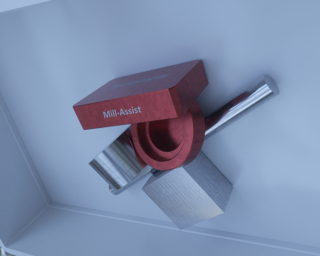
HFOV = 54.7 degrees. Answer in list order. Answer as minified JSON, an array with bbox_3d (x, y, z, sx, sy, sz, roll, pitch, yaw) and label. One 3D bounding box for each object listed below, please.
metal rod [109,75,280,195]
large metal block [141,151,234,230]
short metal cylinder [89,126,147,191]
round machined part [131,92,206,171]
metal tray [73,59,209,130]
[{"bbox_3d":[0.021,0.026,0.410,0.025,0.025,0.299,48,128,-6],"label":"metal rod"},{"bbox_3d":[0.037,0.081,0.418,0.080,0.050,0.080,48,129,-6],"label":"large metal block"},{"bbox_3d":[-0.049,0.038,0.419,0.050,0.080,0.080,48,129,-5],"label":"short metal cylinder"},{"bbox_3d":[0.014,-0.001,0.369,0.098,0.042,0.097,4,96,42],"label":"round machined part"},{"bbox_3d":[-0.021,-0.037,0.350,0.130,0.090,0.030,-7,115,30],"label":"metal tray"}]
